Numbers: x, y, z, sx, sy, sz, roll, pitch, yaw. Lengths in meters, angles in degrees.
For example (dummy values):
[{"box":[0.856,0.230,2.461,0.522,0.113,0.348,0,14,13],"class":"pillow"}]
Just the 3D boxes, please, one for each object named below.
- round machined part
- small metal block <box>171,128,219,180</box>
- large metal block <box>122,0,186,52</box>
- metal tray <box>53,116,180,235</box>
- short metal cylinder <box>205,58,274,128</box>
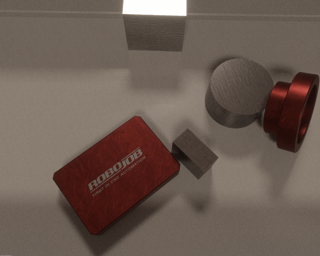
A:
[{"box":[0.161,-0.021,0.386,0.042,0.098,0.098,17,69,31],"class":"round machined part"},{"box":[0.041,0.034,0.385,0.025,0.050,0.050,-42,76,-14],"class":"small metal block"},{"box":[-0.006,-0.153,0.436,0.081,0.080,0.050,2,70,0],"class":"large metal block"},{"box":[-0.052,0.057,0.386,0.131,0.030,0.090,-36,74,-13],"class":"metal tray"},{"box":[0.104,-0.045,0.414,0.081,0.050,0.080,0,70,0],"class":"short metal cylinder"}]
